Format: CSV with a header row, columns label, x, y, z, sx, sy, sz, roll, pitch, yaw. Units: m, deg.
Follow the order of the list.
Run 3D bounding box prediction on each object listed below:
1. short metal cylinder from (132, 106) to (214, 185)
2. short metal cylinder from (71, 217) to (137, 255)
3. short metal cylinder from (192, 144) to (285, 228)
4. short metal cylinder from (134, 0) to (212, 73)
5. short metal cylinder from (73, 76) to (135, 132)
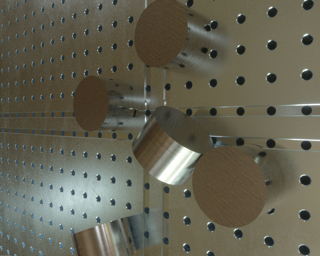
label,x,y,z,sx,sy,sz,roll,pitch,yaw
short metal cylinder,0.015,0.019,0.359,0.080,0.081,0.050,50,119,28
short metal cylinder,-0.078,0.162,0.436,0.080,0.081,0.050,-29,72,36
short metal cylinder,0.081,0.058,0.325,0.080,0.050,0.079,0,90,39
short metal cylinder,0.015,-0.111,0.379,0.080,0.050,0.079,0,90,39
short metal cylinder,-0.083,-0.035,0.459,0.080,0.050,0.079,0,90,39
